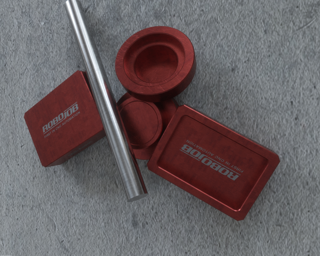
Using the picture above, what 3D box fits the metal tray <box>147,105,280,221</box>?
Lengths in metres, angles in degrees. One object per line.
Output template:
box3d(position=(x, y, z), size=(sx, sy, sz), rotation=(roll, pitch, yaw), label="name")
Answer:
box3d(position=(0.062, 0.039, 0.374), size=(0.130, 0.030, 0.090), rotation=(29, 99, 7), label="metal tray")

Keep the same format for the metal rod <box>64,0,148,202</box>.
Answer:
box3d(position=(-0.076, -0.051, 0.402), size=(0.025, 0.025, 0.299), rotation=(-29, 68, 17), label="metal rod")

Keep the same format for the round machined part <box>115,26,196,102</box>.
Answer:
box3d(position=(-0.003, -0.076, 0.391), size=(0.098, 0.042, 0.098), rotation=(-4, 67, 11), label="round machined part")

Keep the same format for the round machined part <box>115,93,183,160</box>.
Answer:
box3d(position=(-0.022, -0.007, 0.409), size=(0.098, 0.042, 0.097), rotation=(0, 90, 20), label="round machined part")

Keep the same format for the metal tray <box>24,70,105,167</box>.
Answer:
box3d(position=(-0.131, -0.011, 0.442), size=(0.130, 0.030, 0.090), rotation=(-31, 77, 26), label="metal tray")
